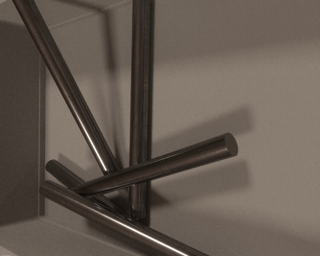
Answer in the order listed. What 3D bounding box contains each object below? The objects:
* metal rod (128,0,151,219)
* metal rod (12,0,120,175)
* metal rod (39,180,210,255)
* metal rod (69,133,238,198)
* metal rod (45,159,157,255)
[{"bbox_3d":[-0.028,-0.027,0.427,0.025,0.025,0.298,2,91,39],"label":"metal rod"},{"bbox_3d":[-0.125,-0.052,0.431,0.025,0.025,0.299,-16,104,38],"label":"metal rod"},{"bbox_3d":[-0.042,0.129,0.399,0.301,0.025,0.025,17,101,26],"label":"metal rod"},{"bbox_3d":[-0.038,0.063,0.402,0.299,0.025,0.025,-23,76,37],"label":"metal rod"},{"bbox_3d":[-0.088,0.118,0.476,0.300,0.025,0.025,24,105,37],"label":"metal rod"}]
